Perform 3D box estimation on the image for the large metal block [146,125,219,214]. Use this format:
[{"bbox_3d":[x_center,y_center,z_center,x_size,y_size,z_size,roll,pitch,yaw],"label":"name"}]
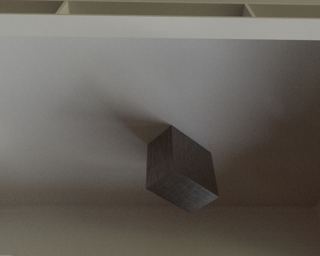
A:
[{"bbox_3d":[0.029,0.056,0.420,0.080,0.080,0.050,35,122,-26],"label":"large metal block"}]
